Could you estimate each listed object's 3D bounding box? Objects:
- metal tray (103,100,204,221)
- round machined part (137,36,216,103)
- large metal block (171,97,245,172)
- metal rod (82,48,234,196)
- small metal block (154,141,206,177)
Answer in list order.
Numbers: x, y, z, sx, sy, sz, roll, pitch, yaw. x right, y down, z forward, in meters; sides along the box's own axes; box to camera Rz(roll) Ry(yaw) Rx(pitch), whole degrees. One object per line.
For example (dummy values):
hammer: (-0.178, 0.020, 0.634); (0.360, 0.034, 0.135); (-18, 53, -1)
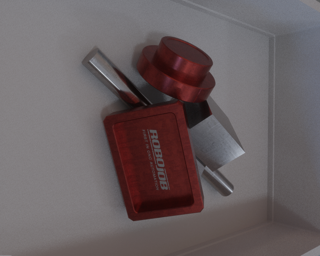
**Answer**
metal tray: (-0.005, 0.039, 0.362); (0.030, 0.090, 0.129); (-58, 137, -75)
round machined part: (0.025, -0.076, 0.377); (0.099, 0.098, 0.042); (-3, 132, -40)
large metal block: (0.061, -0.002, 0.416); (0.080, 0.050, 0.080); (44, 21, -31)
metal rod: (0.015, 0.010, 0.419); (0.300, 0.025, 0.025); (44, 63, -31)
small metal block: (0.025, 0.042, 0.411); (0.050, 0.050, 0.025); (46, 63, -31)
